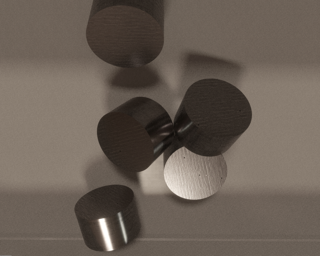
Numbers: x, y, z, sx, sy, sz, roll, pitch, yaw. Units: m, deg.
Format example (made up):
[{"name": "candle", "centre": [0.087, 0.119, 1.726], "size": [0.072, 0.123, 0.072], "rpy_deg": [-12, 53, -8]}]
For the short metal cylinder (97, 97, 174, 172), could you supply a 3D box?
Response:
[{"name": "short metal cylinder", "centre": [-0.030, 0.007, 0.382], "size": [0.080, 0.050, 0.079], "rpy_deg": [15, 122, 25]}]

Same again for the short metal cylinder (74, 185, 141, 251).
[{"name": "short metal cylinder", "centre": [-0.071, 0.121, 0.426], "size": [0.080, 0.080, 0.050], "rpy_deg": [-9, 110, 3]}]

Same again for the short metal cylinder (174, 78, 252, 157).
[{"name": "short metal cylinder", "centre": [0.061, -0.012, 0.371], "size": [0.081, 0.080, 0.050], "rpy_deg": [13, 148, -5]}]

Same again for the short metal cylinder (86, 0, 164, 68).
[{"name": "short metal cylinder", "centre": [-0.036, -0.112, 0.337], "size": [0.081, 0.050, 0.080], "rpy_deg": [0, 145, 0]}]

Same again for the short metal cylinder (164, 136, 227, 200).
[{"name": "short metal cylinder", "centre": [0.045, 0.048, 0.417], "size": [0.081, 0.050, 0.079], "rpy_deg": [0, 110, -1]}]
